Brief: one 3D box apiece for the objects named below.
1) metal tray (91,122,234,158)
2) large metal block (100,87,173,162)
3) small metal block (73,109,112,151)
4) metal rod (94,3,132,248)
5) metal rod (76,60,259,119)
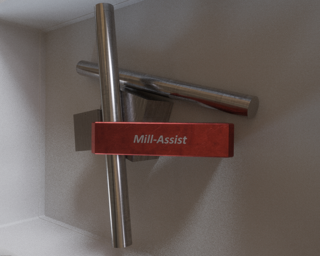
[{"bbox_3d":[0.006,0.009,0.321,0.131,0.090,0.030,1,92,8],"label":"metal tray"},{"bbox_3d":[-0.038,-0.008,0.418,0.080,0.050,0.079,23,104,37],"label":"large metal block"},{"bbox_3d":[-0.088,0.004,0.409,0.050,0.025,0.050,-8,84,39],"label":"small metal block"},{"bbox_3d":[-0.059,-0.007,0.386,0.025,0.025,0.298,-8,85,39],"label":"metal rod"},{"bbox_3d":[-0.015,-0.060,0.416,0.300,0.025,0.025,19,102,38],"label":"metal rod"}]
